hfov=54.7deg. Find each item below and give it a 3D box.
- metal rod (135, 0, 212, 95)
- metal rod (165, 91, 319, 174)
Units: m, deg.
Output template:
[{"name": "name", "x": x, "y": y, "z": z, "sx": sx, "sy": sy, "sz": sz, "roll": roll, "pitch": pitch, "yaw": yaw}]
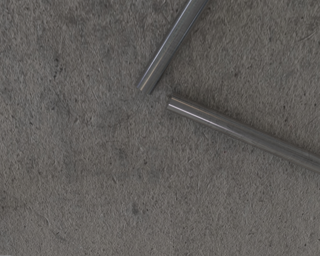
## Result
[{"name": "metal rod", "x": 0.059, "y": -0.168, "z": 0.348, "sx": 0.025, "sy": 0.025, "sz": 0.299, "roll": 30, "pitch": 107, "yaw": -11}, {"name": "metal rod", "x": 0.150, "y": 0.022, "z": 0.419, "sx": 0.302, "sy": 0.025, "sz": 0.025, "roll": 22, "pitch": 109, "yaw": -9}]
